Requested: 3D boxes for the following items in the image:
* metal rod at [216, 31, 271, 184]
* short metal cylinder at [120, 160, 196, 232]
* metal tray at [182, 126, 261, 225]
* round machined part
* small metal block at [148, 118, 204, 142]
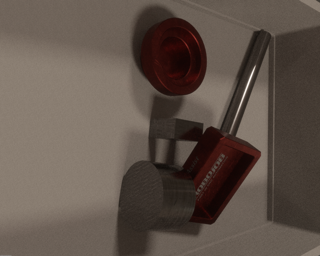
[{"bbox_3d":[0.134,-0.042,0.521,0.025,0.025,0.300,38,67,-34],"label":"metal rod"},{"bbox_3d":[-0.004,0.081,0.370,0.050,0.080,0.080,14,81,-40],"label":"short metal cylinder"},{"bbox_3d":[0.070,0.069,0.424,0.091,0.030,0.129,21,106,-37],"label":"metal tray"},{"bbox_3d":[0.014,-0.091,0.409,0.099,0.042,0.097,0,90,-40],"label":"round machined part"},{"bbox_3d":[0.021,0.003,0.410,0.050,0.050,0.025,9,84,-40],"label":"small metal block"}]
